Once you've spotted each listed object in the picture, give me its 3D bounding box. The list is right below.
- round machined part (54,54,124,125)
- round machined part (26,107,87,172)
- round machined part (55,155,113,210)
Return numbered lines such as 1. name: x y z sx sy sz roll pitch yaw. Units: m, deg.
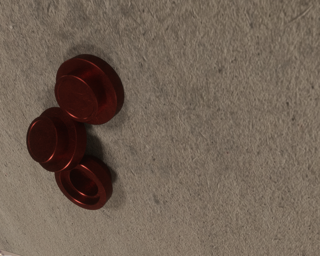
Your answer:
1. round machined part: -0.102 -0.046 0.419 0.098 0.042 0.097 13 124 20
2. round machined part: -0.160 0.017 0.460 0.098 0.042 0.097 -1 88 31
3. round machined part: -0.119 0.083 0.508 0.098 0.042 0.097 13 124 20
